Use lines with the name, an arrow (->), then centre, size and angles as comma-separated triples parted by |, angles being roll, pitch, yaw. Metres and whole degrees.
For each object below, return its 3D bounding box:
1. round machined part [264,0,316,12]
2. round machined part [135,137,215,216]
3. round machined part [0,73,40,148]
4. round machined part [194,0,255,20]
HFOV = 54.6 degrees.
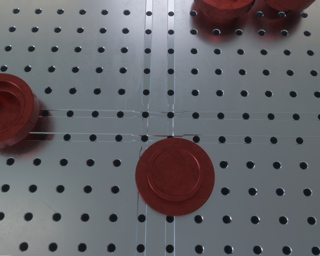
round machined part -> 0.193, -0.220, 0.475 | 0.099, 0.042, 0.098 | 6, 69, -16
round machined part -> 0.018, 0.058, 0.382 | 0.099, 0.042, 0.098 | 0, 70, 0
round machined part -> -0.208, -0.019, 0.409 | 0.099, 0.042, 0.098 | 0, 70, 0
round machined part -> 0.099, -0.208, 0.479 | 0.099, 0.042, 0.098 | 0, 70, 0
